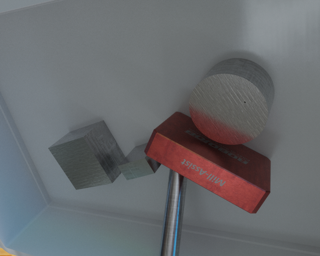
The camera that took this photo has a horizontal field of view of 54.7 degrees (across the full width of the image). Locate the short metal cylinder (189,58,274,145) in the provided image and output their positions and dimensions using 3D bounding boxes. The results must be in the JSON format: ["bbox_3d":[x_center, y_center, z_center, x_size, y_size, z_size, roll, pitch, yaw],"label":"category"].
[{"bbox_3d":[0.078,-0.029,0.333,0.080,0.050,0.079,13,124,20],"label":"short metal cylinder"}]

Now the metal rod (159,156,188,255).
[{"bbox_3d":[0.009,0.179,0.391,0.025,0.025,0.299,2,79,27],"label":"metal rod"}]

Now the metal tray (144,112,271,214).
[{"bbox_3d":[0.058,0.033,0.352,0.130,0.090,0.030,28,113,10],"label":"metal tray"}]

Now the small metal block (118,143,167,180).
[{"bbox_3d":[-0.022,0.043,0.429,0.050,0.050,0.025,-20,108,35],"label":"small metal block"}]

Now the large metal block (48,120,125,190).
[{"bbox_3d":[-0.108,0.043,0.474,0.080,0.050,0.080,-16,110,34],"label":"large metal block"}]
